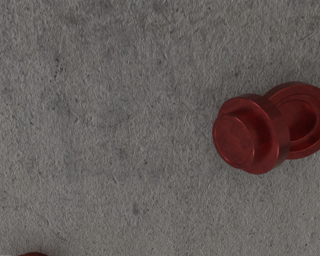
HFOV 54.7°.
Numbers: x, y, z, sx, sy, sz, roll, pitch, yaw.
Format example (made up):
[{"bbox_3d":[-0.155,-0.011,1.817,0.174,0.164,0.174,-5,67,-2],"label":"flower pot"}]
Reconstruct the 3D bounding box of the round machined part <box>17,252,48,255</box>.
[{"bbox_3d":[-0.201,0.236,0.486,0.099,0.042,0.097,0,110,0],"label":"round machined part"}]

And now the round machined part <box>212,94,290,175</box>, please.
[{"bbox_3d":[0.101,0.011,0.372,0.042,0.098,0.097,-19,113,-28],"label":"round machined part"}]

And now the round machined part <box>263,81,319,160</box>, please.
[{"bbox_3d":[0.167,-0.012,0.398,0.099,0.042,0.097,0,110,0],"label":"round machined part"}]
